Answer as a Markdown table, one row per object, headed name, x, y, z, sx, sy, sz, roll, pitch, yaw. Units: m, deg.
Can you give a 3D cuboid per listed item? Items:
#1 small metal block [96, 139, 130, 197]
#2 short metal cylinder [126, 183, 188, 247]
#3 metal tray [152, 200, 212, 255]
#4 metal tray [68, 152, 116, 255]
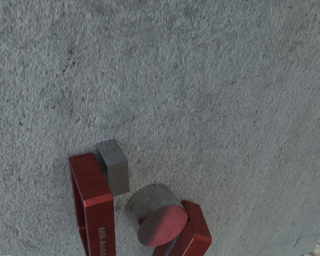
| name | x | y | z | sx | sy | sz | roll | pitch | yaw |
| --- | --- | --- | --- | --- | --- | --- | --- | --- | --- |
| small metal block | -0.059 | 0.050 | 0.389 | 0.025 | 0.050 | 0.050 | -13 | 124 | -21 |
| short metal cylinder | -0.005 | 0.131 | 0.469 | 0.081 | 0.050 | 0.079 | -14 | 124 | -21 |
| metal tray | 0.031 | 0.194 | 0.498 | 0.030 | 0.090 | 0.129 | 22 | 108 | -15 |
| metal tray | -0.084 | 0.108 | 0.385 | 0.030 | 0.090 | 0.129 | -11 | 123 | -22 |
